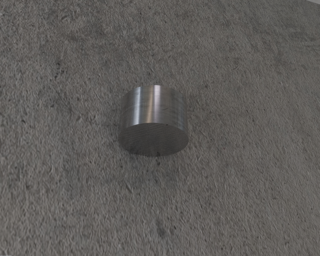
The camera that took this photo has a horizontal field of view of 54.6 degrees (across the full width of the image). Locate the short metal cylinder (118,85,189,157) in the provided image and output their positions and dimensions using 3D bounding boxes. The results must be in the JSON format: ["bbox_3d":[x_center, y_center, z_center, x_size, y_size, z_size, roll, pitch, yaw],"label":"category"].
[{"bbox_3d":[-0.007,-0.006,0.368,0.081,0.080,0.050,14,56,-21],"label":"short metal cylinder"}]
